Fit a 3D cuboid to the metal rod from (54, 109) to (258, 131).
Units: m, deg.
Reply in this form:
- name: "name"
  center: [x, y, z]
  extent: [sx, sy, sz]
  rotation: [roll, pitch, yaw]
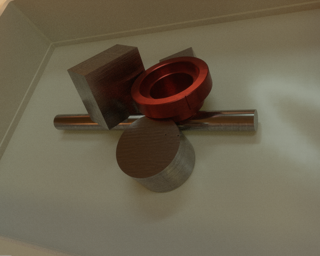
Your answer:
- name: "metal rod"
  center: [-0.025, -0.009, 0.419]
  extent: [0.300, 0.025, 0.025]
  rotation: [0, 62, 27]

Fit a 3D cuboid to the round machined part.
- name: "round machined part"
  center: [0.017, -0.044, 0.385]
  extent: [0.098, 0.042, 0.098]
  rotation: [-15, 39, 12]

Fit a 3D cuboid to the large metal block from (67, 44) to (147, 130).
- name: "large metal block"
  center: [-0.063, -0.057, 0.416]
  extent: [0.080, 0.080, 0.050]
  rotation: [-36, 36, -25]

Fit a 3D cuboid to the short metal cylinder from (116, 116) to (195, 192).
- name: "short metal cylinder"
  center: [-0.004, 0.030, 0.369]
  extent: [0.080, 0.050, 0.080]
  rotation: [-13, 56, 20]

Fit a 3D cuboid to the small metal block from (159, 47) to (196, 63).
- name: "small metal block"
  center: [0.029, -0.080, 0.437]
  extent: [0.050, 0.025, 0.050]
  rotation: [-19, 54, 16]
